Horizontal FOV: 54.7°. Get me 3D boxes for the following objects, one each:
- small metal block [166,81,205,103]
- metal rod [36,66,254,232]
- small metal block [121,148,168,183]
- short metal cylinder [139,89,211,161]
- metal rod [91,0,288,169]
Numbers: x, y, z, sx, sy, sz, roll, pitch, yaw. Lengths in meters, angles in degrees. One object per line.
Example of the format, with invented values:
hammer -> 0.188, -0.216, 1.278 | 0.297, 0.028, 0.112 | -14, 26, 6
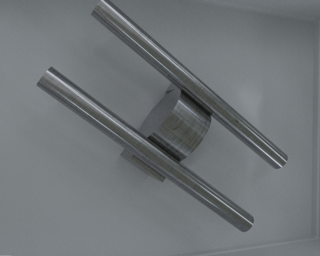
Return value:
small metal block -> 0.042, -0.045, 0.412 | 0.050, 0.050, 0.025 | 38, 78, -16
metal rod -> -0.003, 0.035, 0.357 | 0.301, 0.025, 0.025 | 37, 78, -16
small metal block -> -0.017, 0.040, 0.390 | 0.050, 0.050, 0.025 | 38, 78, -16
short metal cylinder -> 0.017, -0.003, 0.387 | 0.050, 0.080, 0.080 | 38, 78, -17
metal rod -> 0.048, -0.043, 0.375 | 0.301, 0.025, 0.025 | 38, 78, -17
